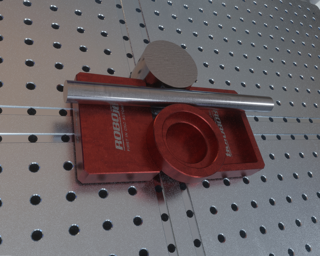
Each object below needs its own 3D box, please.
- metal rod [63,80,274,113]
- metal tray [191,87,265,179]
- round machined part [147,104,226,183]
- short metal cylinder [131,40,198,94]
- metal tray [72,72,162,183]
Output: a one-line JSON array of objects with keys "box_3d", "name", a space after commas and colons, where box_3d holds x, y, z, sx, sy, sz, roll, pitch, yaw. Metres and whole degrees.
[{"box_3d": [0.032, -0.038, 0.404, 0.303, 0.025, 0.025, 1, 62, -28], "name": "metal rod"}, {"box_3d": [0.087, 0.005, 0.444, 0.091, 0.030, 0.130, 1, 61, -28], "name": "metal tray"}, {"box_3d": [0.029, 0.022, 0.383, 0.099, 0.042, 0.098, 14, 56, -21], "name": "round machined part"}, {"box_3d": [0.005, -0.076, 0.436, 0.081, 0.050, 0.080, 14, 56, -21], "name": "short metal cylinder"}, {"box_3d": [-0.054, -0.002, 0.371, 0.091, 0.030, 0.130, 3, 61, -27], "name": "metal tray"}]
